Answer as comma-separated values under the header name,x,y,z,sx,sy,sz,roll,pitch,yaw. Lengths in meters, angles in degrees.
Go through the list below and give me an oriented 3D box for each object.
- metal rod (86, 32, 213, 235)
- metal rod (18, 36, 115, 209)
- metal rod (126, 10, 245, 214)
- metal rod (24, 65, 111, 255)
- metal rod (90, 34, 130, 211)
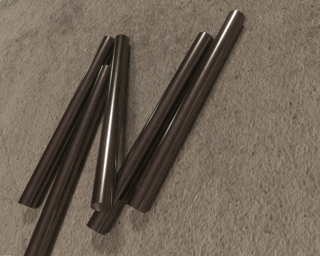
name,x,y,z,sx,sy,sz,roll,pitch,yaw
metal rod,-0.005,-0.004,0.407,0.025,0.025,0.300,19,71,35
metal rod,-0.136,-0.022,0.486,0.025,0.025,0.300,8,65,31
metal rod,0.041,-0.033,0.401,0.025,0.025,0.300,17,70,34
metal rod,-0.121,0.037,0.442,0.025,0.025,0.300,2,62,29
metal rod,-0.065,-0.031,0.436,0.025,0.025,0.300,-15,50,19
